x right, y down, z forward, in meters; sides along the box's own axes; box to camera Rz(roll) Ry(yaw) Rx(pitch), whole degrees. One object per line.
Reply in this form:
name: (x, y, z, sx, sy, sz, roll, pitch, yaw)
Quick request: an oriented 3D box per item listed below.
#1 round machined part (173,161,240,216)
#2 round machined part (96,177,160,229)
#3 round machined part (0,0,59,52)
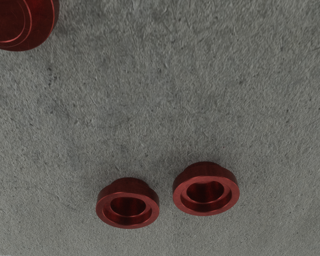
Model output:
round machined part: (0.068, 0.089, 0.472, 0.099, 0.042, 0.097, 0, 130, 0)
round machined part: (-0.050, 0.116, 0.494, 0.099, 0.042, 0.097, 0, 130, 0)
round machined part: (-0.151, -0.117, 0.295, 0.099, 0.042, 0.097, 0, 130, 0)
